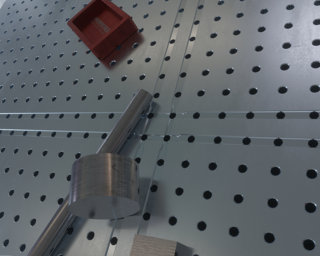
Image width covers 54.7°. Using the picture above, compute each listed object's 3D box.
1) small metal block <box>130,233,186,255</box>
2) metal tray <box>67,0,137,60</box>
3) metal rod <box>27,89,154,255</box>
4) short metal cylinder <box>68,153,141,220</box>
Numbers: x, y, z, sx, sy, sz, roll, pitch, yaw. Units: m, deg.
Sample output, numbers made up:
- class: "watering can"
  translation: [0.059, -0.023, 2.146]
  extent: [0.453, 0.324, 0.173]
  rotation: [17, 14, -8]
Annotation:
- class: "small metal block"
  translation: [-0.005, 0.142, 0.324]
  extent: [0.050, 0.025, 0.050]
  rotation: [0, 62, 28]
- class: "metal tray"
  translation: [-0.111, -0.192, 0.581]
  extent: [0.090, 0.030, 0.130]
  rotation: [-41, 51, -1]
- class: "metal rod"
  translation: [-0.098, 0.074, 0.414]
  extent: [0.025, 0.025, 0.300]
  rotation: [22, 73, 36]
- class: "short metal cylinder"
  translation: [-0.064, 0.071, 0.363]
  extent: [0.080, 0.080, 0.050]
  rotation: [-17, 55, 18]
